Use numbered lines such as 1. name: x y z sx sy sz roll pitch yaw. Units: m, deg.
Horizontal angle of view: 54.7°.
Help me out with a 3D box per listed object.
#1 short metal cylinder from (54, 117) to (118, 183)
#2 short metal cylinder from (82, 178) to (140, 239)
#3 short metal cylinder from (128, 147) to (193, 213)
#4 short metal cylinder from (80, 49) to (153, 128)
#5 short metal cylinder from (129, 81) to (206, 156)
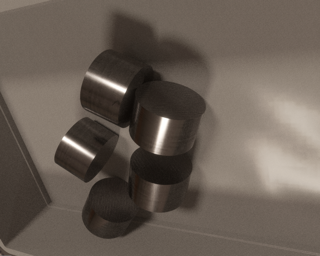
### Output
1. short metal cylinder: -0.104 0.031 0.445 0.050 0.080 0.079 32 128 7
2. short metal cylinder: -0.078 0.126 0.490 0.080 0.080 0.050 33 129 6
3. short metal cylinder: -0.001 0.065 0.412 0.080 0.080 0.050 20 126 16
4. short metal cylinder: -0.049 -0.046 0.369 0.050 0.080 0.079 26 127 13
5. short metal cylinder: 0.007 -0.013 0.360 0.080 0.080 0.050 24 127 13
